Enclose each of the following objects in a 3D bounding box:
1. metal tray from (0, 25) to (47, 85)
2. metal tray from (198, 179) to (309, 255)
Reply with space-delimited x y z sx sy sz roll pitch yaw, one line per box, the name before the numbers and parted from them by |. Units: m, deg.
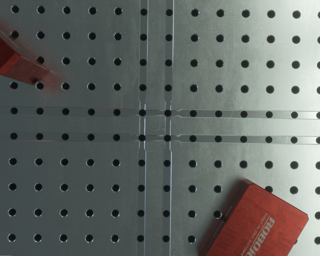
metal tray | -0.209 -0.112 0.378 0.130 0.090 0.030 43 90 -1
metal tray | 0.123 0.147 0.413 0.090 0.030 0.130 31 90 -1
